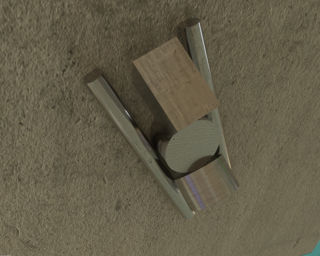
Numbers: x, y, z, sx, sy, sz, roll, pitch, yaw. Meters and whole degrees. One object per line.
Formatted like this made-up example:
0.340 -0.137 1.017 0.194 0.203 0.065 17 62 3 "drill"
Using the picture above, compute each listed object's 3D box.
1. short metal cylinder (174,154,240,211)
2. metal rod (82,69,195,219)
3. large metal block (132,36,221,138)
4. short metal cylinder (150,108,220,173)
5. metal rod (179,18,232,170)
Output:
0.067 0.078 0.450 0.080 0.080 0.050 -28 86 -11 "short metal cylinder"
-0.012 0.043 0.428 0.025 0.025 0.299 -35 129 -5 "metal rod"
0.013 -0.038 0.336 0.050 0.080 0.080 -32 87 -8 "large metal block"
0.033 0.013 0.418 0.081 0.050 0.079 -14 124 -21 "short metal cylinder"
0.076 -0.009 0.443 0.025 0.025 0.299 -29 128 -10 "metal rod"
